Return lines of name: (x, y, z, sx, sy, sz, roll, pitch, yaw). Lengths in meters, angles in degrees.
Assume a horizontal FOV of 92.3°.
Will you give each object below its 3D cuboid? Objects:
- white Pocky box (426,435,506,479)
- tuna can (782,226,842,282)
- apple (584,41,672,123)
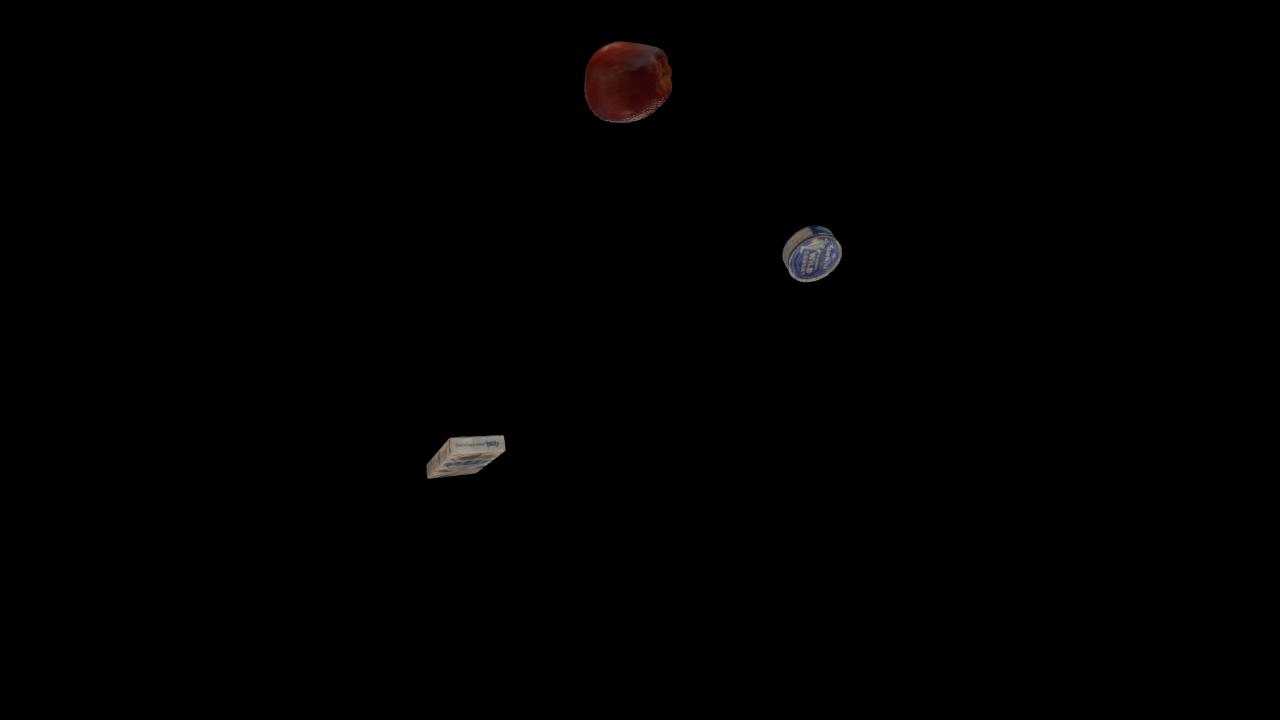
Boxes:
white Pocky box: (-0.270, 0.149, 0.944, 0.084, 0.028, 0.154, 0, -22, -32)
tuna can: (0.261, -0.161, 0.936, 0.084, 0.084, 0.034, 0, 44, -13)
apple: (-0.014, -0.283, 0.631, 0.093, 0.079, 0.079, 5, 2, 26)
